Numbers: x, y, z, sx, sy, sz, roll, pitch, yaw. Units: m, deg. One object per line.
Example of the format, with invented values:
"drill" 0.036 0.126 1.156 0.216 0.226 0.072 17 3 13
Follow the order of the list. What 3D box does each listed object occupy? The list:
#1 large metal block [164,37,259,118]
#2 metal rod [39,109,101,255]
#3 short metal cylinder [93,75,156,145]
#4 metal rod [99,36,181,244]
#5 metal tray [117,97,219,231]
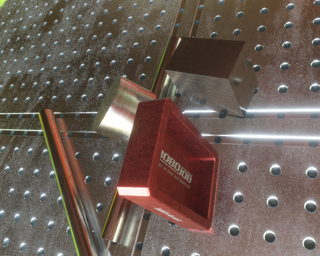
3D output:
"large metal block" 0.065 -0.062 0.377 0.080 0.080 0.050 16 70 34
"metal rod" -0.129 0.077 0.428 0.025 0.025 0.300 -36 51 4
"short metal cylinder" -0.048 -0.022 0.407 0.080 0.050 0.080 -51 23 33
"metal rod" -0.017 -0.001 0.417 0.025 0.025 0.300 3 63 30
"metal tray" 0.017 0.041 0.305 0.030 0.130 0.090 -5 59 31
